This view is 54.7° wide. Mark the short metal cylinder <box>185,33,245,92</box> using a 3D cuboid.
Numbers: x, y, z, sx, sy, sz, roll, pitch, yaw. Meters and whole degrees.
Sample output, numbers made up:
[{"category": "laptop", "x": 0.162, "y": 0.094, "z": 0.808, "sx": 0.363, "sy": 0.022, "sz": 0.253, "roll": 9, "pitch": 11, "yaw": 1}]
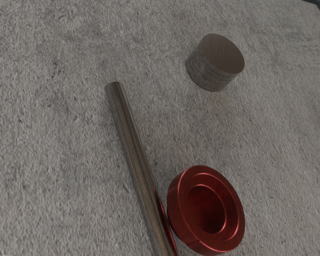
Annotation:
[{"category": "short metal cylinder", "x": 0.089, "y": -0.105, "z": 0.502, "sx": 0.081, "sy": 0.050, "sz": 0.080, "roll": 14, "pitch": 56, "yaw": -21}]

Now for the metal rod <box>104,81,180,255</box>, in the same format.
[{"category": "metal rod", "x": -0.013, "y": 0.077, "z": 0.350, "sx": 0.025, "sy": 0.025, "sz": 0.299, "roll": -6, "pitch": 65, "yaw": -31}]

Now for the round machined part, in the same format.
[{"category": "round machined part", "x": 0.047, "y": 0.096, "z": 0.354, "sx": 0.099, "sy": 0.042, "sz": 0.098, "roll": 23, "pitch": 47, "yaw": -27}]
